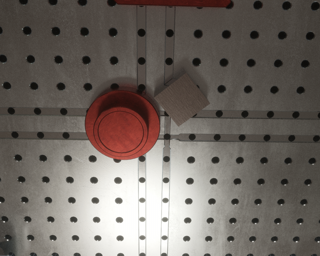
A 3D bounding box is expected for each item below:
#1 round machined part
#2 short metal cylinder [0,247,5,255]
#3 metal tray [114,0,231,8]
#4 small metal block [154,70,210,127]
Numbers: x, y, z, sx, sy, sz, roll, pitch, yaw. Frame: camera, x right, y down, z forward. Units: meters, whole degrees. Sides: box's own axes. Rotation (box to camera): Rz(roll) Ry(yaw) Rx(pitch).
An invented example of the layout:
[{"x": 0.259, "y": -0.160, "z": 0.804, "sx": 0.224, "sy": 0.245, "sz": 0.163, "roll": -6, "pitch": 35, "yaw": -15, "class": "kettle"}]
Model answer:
[{"x": -0.049, "y": -0.001, "z": 0.403, "sx": 0.099, "sy": 0.042, "sz": 0.097, "roll": 0, "pitch": 110, "yaw": -1, "class": "round machined part"}, {"x": -0.274, "y": 0.220, "z": 0.461, "sx": 0.081, "sy": 0.080, "sz": 0.050, "roll": 4, "pitch": 110, "yaw": -2, "class": "short metal cylinder"}, {"x": 0.014, "y": -0.183, "z": 0.343, "sx": 0.131, "sy": 0.030, "sz": 0.089, "roll": 1, "pitch": 110, "yaw": -1, "class": "metal tray"}, {"x": 0.028, "y": -0.039, "z": 0.400, "sx": 0.050, "sy": 0.025, "sz": 0.050, "roll": -37, "pitch": 106, "yaw": 12, "class": "small metal block"}]
